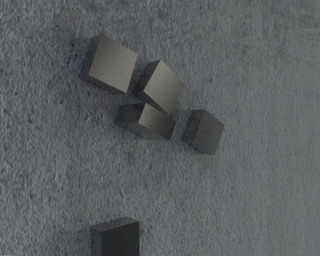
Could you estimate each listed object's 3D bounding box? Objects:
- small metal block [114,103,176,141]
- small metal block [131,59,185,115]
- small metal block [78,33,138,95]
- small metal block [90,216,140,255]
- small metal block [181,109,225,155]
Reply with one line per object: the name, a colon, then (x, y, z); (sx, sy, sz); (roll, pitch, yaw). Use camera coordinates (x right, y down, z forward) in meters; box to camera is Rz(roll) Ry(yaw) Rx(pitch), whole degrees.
small metal block: (-0.018, -0.007, 0.373); (0.050, 0.050, 0.025); (31, 71, -36)
small metal block: (-0.001, -0.052, 0.403); (0.050, 0.025, 0.050); (40, 66, -33)
small metal block: (-0.059, -0.072, 0.355); (0.050, 0.025, 0.050); (24, 75, -38)
small metal block: (-0.052, 0.136, 0.361); (0.050, 0.025, 0.050); (-3, 92, -40)
small metal block: (0.064, 0.007, 0.458); (0.050, 0.025, 0.050); (34, 69, -35)
